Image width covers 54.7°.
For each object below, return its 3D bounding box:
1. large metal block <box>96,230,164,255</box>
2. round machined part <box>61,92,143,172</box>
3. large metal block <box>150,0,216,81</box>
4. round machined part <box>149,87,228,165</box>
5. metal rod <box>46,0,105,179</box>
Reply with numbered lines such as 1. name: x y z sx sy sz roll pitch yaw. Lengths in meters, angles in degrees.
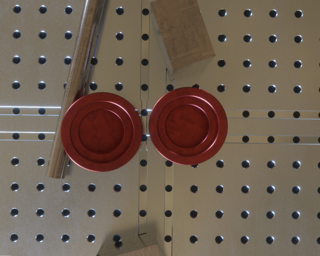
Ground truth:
1. large metal block: -0.032 0.190 0.401 0.080 0.050 0.080 -16 90 0
2. round machined part: -0.075 0.004 0.395 0.099 0.042 0.097 -1 94 -17
3. large metal block: 0.026 -0.111 0.386 0.050 0.080 0.080 -19 90 0
4. round machined part: 0.035 -0.003 0.405 0.099 0.042 0.097 0 90 0
5. metal rod: -0.106 -0.081 0.412 0.025 0.025 0.298 13 90 0
